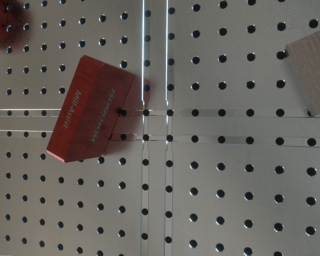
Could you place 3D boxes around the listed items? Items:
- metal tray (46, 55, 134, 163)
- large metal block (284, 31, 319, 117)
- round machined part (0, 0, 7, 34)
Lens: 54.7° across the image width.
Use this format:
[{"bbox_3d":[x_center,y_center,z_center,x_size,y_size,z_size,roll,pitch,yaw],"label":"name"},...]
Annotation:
[{"bbox_3d":[-0.088,-0.022,0.409,0.030,0.090,0.129,26,98,18],"label":"metal tray"},{"bbox_3d":[0.190,-0.065,0.332,0.080,0.050,0.080,-23,83,18],"label":"large metal block"},{"bbox_3d":[-0.293,-0.185,0.507,0.098,0.042,0.097,0,90,20],"label":"round machined part"}]
